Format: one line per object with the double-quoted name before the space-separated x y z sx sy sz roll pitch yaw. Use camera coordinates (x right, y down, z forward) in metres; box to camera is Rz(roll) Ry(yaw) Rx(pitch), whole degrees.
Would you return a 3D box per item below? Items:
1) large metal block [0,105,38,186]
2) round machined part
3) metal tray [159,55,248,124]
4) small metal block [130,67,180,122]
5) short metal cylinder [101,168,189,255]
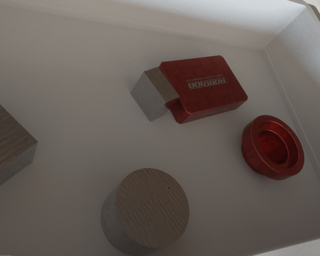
"large metal block" -0.176 0.018 0.284 0.080 0.050 0.080 44 51 2
"round machined part" 0.163 0.032 0.465 0.099 0.042 0.098 14 56 -21
"metal tray" 0.064 -0.063 0.478 0.131 0.030 0.090 -15 70 -34
"small metal block" -0.008 -0.044 0.414 0.025 0.050 0.050 -27 77 -37
"short metal cylinder" -0.016 0.089 0.328 0.081 0.050 0.080 14 56 -21
